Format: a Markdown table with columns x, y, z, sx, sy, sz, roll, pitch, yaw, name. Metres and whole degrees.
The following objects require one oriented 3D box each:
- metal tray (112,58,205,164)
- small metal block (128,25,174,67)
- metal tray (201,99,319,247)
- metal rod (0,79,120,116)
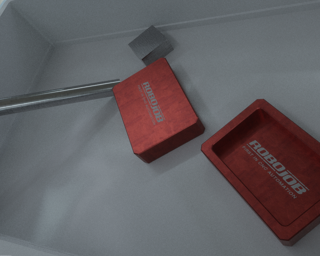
| x | y | z | sx | sy | sz | roll | pitch | yaw | name |
| --- | --- | --- | --- | --- | --- | --- | --- | --- | --- |
| -0.006 | -0.028 | 0.422 | 0.090 | 0.030 | 0.130 | -30 | 52 | 8 | metal tray |
| -0.015 | -0.129 | 0.491 | 0.050 | 0.025 | 0.050 | -39 | 51 | 2 | small metal block |
| 0.115 | 0.039 | 0.317 | 0.090 | 0.030 | 0.130 | -40 | 51 | 1 | metal tray |
| -0.206 | -0.035 | 0.450 | 0.302 | 0.025 | 0.025 | -11 | 53 | -11 | metal rod |
